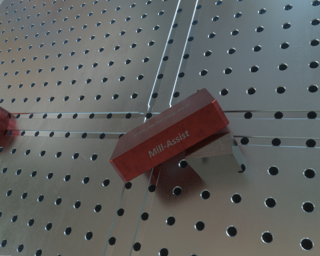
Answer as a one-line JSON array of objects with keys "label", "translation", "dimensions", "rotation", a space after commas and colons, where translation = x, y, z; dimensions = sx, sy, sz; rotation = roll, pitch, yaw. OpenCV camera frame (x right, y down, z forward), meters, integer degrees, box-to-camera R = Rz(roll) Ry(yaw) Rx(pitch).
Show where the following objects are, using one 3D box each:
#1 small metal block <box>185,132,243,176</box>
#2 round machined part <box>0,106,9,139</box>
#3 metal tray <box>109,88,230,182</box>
[{"label": "small metal block", "translation": [0.060, 0.030, 0.341], "dimensions": [0.050, 0.050, 0.025], "rotation": [-11, 58, 22]}, {"label": "round machined part", "translation": [-0.334, -0.006, 0.573], "dimensions": [0.098, 0.042, 0.098], "rotation": [-13, 56, 20]}, {"label": "metal tray", "translation": [0.009, 0.004, 0.364], "dimensions": [0.130, 0.030, 0.090], "rotation": [-30, 13, 8]}]
